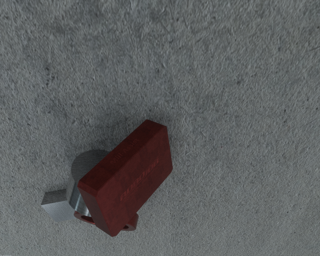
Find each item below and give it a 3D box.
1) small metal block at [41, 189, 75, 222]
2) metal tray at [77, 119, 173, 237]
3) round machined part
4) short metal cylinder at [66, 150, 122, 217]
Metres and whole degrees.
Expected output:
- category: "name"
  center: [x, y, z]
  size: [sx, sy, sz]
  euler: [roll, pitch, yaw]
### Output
- category: "small metal block"
  center: [-0.159, 0.128, 0.514]
  size: [0.050, 0.025, 0.050]
  euler: [-12, 129, 10]
- category: "metal tray"
  center: [-0.036, 0.061, 0.395]
  size: [0.030, 0.131, 0.089]
  euler: [21, 138, 31]
- category: "round machined part"
  center: [-0.081, 0.129, 0.489]
  size: [0.099, 0.042, 0.098]
  euler: [9, 152, 5]
- category: "short metal cylinder"
  center: [-0.087, 0.077, 0.435]
  size: [0.081, 0.080, 0.050]
  euler: [14, 129, -12]
